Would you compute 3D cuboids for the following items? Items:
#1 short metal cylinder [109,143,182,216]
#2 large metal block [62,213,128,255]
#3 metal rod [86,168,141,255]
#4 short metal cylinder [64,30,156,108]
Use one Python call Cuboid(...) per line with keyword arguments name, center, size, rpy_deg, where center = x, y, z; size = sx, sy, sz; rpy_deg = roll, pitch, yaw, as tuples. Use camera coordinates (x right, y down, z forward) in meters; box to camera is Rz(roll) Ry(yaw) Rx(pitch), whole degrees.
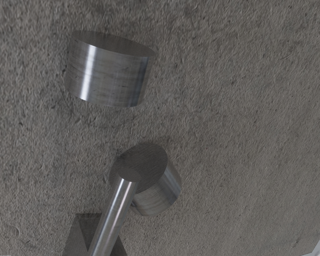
Cuboid(name="short metal cylinder", center=(-0.018, 0.066, 0.402), size=(0.080, 0.080, 0.050), rpy_deg=(-34, 129, -6))
Cuboid(name="large metal block", center=(-0.094, 0.177, 0.430), size=(0.050, 0.080, 0.079), rpy_deg=(9, 114, -32))
Cuboid(name="metal rod", center=(-0.083, 0.177, 0.367), size=(0.025, 0.025, 0.298), rpy_deg=(9, 114, -32))
Cuboid(name="short metal cylinder", center=(-0.050, -0.060, 0.307), size=(0.081, 0.080, 0.050), rpy_deg=(2, 117, -30))
